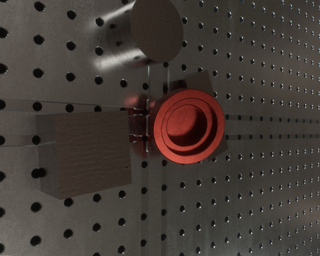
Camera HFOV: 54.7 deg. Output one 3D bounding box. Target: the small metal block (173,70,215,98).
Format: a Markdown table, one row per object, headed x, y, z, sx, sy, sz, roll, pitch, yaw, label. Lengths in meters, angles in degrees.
| x | y | z | sx | sy | sz | roll | pitch | yaw | label |
| --- | --- | --- | --- | --- | --- | --- | --- | --- | --- |
| 0.051 | -0.053 | 0.455 | 0.050 | 0.025 | 0.050 | -27 | 107 | -37 | small metal block |

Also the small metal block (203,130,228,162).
| x | y | z | sx | sy | sz | roll | pitch | yaw | label |
| --- | --- | --- | --- | --- | --- | --- | --- | --- | --- |
| 0.075 | 0.018 | 0.475 | 0.050 | 0.025 | 0.050 | -25 | 106 | -37 | small metal block |

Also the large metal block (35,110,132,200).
| x | y | z | sx | sy | sz | roll | pitch | yaw | label |
| --- | --- | --- | --- | --- | --- | --- | --- | --- | --- |
| -0.079 | 0.023 | 0.328 | 0.081 | 0.050 | 0.079 | -5 | 94 | -40 | large metal block |

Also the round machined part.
| x | y | z | sx | sy | sz | roll | pitch | yaw | label |
| --- | --- | --- | --- | --- | --- | --- | --- | --- | --- |
| 0.032 | -0.005 | 0.412 | 0.099 | 0.042 | 0.097 | -4 | 103 | -17 | round machined part |

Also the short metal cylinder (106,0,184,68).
| x | y | z | sx | sy | sz | roll | pitch | yaw | label |
| --- | --- | --- | --- | --- | --- | --- | --- | --- | --- |
| -0.018 | -0.117 | 0.380 | 0.081 | 0.050 | 0.079 | 0 | 90 | -40 | short metal cylinder |
